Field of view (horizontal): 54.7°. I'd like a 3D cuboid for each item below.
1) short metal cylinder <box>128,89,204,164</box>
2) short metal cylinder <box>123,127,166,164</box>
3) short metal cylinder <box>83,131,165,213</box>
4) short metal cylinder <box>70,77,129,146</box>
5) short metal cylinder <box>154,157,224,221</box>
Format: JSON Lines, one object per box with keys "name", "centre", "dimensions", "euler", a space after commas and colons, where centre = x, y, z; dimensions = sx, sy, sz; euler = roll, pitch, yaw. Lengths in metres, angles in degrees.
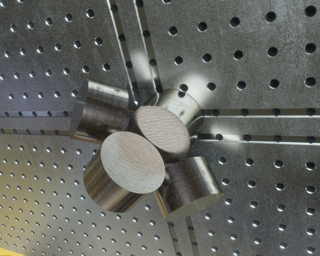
{"name": "short metal cylinder", "centre": [0.008, -0.002, 0.387], "dimensions": [0.080, 0.050, 0.079], "euler": [13, 124, 20]}
{"name": "short metal cylinder", "centre": [-0.035, 0.043, 0.438], "dimensions": [0.080, 0.050, 0.079], "euler": [13, 124, 20]}
{"name": "short metal cylinder", "centre": [-0.041, 0.051, 0.361], "dimensions": [0.080, 0.080, 0.050], "euler": [41, 129, -1]}
{"name": "short metal cylinder", "centre": [-0.079, -0.019, 0.395], "dimensions": [0.050, 0.080, 0.080], "euler": [15, 133, -23]}
{"name": "short metal cylinder", "centre": [0.034, 0.078, 0.396], "dimensions": [0.080, 0.081, 0.050], "euler": [-47, 56, 39]}
